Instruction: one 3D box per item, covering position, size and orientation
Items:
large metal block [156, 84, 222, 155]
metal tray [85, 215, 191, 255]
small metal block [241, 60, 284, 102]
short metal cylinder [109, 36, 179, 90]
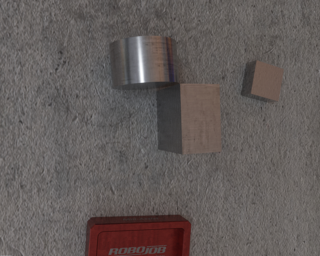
[{"bbox_3d":[0.034,-0.011,0.393,0.050,0.080,0.079,-2,91,-20],"label":"large metal block"},{"bbox_3d":[-0.028,0.161,0.396,0.131,0.030,0.089,4,89,-20],"label":"metal tray"},{"bbox_3d":[0.154,-0.069,0.466,0.050,0.025,0.050,12,86,-20],"label":"small metal block"},{"bbox_3d":[-0.019,-0.075,0.373,0.081,0.080,0.050,-5,92,-20],"label":"short metal cylinder"}]
